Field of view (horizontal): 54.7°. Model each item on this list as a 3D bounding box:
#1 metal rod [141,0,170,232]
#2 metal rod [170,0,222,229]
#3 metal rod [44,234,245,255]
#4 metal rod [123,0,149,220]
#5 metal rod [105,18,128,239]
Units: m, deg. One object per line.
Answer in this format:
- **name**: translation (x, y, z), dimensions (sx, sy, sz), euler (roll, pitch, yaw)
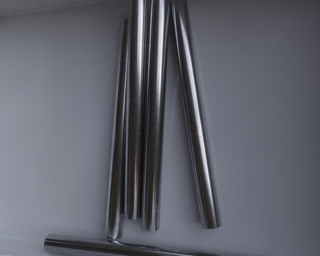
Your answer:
- **metal rod**: translation (-0.006, -0.015, 0.402), dimensions (0.025, 0.025, 0.298), euler (4, 95, 20)
- **metal rod**: translation (0.043, -0.025, 0.395), dimensions (0.025, 0.025, 0.298), euler (-9, 87, 20)
- **metal rod**: translation (-0.011, 0.165, 0.401), dimensions (0.301, 0.025, 0.025), euler (1, 90, 15)
- **metal rod**: translation (-0.032, -0.027, 0.406), dimensions (0.025, 0.025, 0.298), euler (5, 97, 20)
- **metal rod**: translation (-0.053, 0.002, 0.429), dimensions (0.025, 0.025, 0.298), euler (5, 92, 20)
